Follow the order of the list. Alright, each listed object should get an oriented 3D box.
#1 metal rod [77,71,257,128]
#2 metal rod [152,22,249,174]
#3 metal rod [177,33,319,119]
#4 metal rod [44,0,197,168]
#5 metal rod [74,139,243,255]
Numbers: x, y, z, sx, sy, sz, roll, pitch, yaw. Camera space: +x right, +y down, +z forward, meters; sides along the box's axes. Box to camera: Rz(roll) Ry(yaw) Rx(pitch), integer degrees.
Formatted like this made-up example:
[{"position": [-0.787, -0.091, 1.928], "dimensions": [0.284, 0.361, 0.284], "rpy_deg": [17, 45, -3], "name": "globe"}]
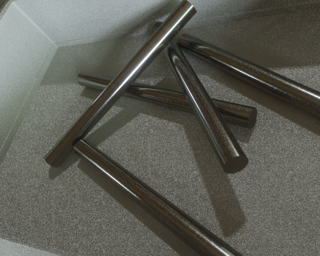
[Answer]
[{"position": [-0.012, -0.048, 0.441], "dimensions": [0.300, 0.025, 0.025], "rpy_deg": [17, 71, 34], "name": "metal rod"}, {"position": [0.035, -0.063, 0.398], "dimensions": [0.025, 0.025, 0.300], "rpy_deg": [-30, 43, 9], "name": "metal rod"}, {"position": [0.128, -0.058, 0.373], "dimensions": [0.025, 0.025, 0.300], "rpy_deg": [-48, 51, -5], "name": "metal rod"}, {"position": [-0.060, -0.058, 0.442], "dimensions": [0.299, 0.025, 0.025], "rpy_deg": [-47, 51, 7], "name": "metal rod"}, {"position": [-0.009, 0.085, 0.358], "dimensions": [0.300, 0.025, 0.025], "rpy_deg": [29, 78, 37], "name": "metal rod"}]
